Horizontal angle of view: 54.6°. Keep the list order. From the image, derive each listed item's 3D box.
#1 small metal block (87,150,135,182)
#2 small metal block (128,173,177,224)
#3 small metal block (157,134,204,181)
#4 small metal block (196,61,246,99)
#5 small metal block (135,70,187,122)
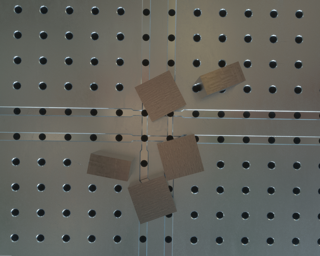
[{"bbox_3d":[-0.062,0.048,0.401,0.050,0.050,0.025,11,90,0],"label":"small metal block"},{"bbox_3d":[-0.010,0.093,0.413,0.050,0.025,0.050,-19,90,0],"label":"small metal block"},{"bbox_3d":[0.027,0.038,0.414,0.050,0.025,0.050,-15,90,0],"label":"small metal block"},{"bbox_3d":[0.077,-0.061,0.401,0.050,0.050,0.025,-21,90,0],"label":"small metal block"},{"bbox_3d":[0.001,-0.042,0.413,0.050,0.025,0.050,-27,90,0],"label":"small metal block"}]
